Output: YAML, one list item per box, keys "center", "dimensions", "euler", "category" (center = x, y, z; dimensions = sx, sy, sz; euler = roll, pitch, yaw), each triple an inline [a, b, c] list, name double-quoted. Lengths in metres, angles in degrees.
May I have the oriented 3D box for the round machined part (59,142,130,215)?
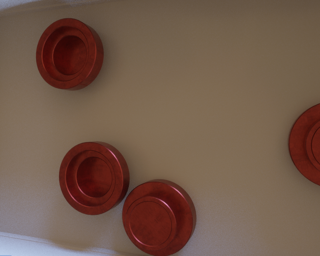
- center: [-0.086, 0.067, 0.431]
  dimensions: [0.098, 0.042, 0.097]
  euler: [0, 90, 19]
  category: "round machined part"

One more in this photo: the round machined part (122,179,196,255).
- center: [-0.005, 0.119, 0.403]
  dimensions: [0.098, 0.042, 0.097]
  euler: [0, 90, 19]
  category: "round machined part"

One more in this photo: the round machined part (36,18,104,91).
- center: [-0.123, -0.102, 0.443]
  dimensions: [0.098, 0.042, 0.097]
  euler: [0, 90, 19]
  category: "round machined part"

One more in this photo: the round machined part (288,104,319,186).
- center: [0.192, 0.018, 0.334]
  dimensions: [0.098, 0.042, 0.097]
  euler: [0, 90, 19]
  category: "round machined part"
